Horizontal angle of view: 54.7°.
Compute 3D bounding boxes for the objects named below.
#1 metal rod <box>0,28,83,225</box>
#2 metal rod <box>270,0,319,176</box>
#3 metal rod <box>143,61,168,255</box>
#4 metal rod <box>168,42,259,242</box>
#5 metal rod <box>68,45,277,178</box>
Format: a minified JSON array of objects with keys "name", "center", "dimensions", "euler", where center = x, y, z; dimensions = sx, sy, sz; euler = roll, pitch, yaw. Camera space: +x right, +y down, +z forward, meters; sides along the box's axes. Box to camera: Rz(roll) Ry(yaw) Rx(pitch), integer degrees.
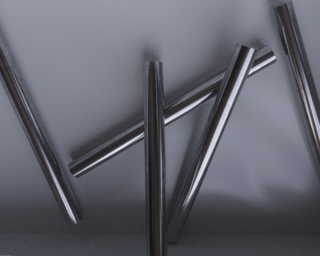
[{"name":"metal rod","center":[-0.167,0.001,0.409],"dimensions":[0.025,0.025,0.298],"euler":[-15,110,5]},{"name":"metal rod","center":[0.201,-0.016,0.408],"dimensions":[0.025,0.025,0.299],"euler":[-23,109,8]},{"name":"metal rod","center":[-0.005,0.069,0.373],"dimensions":[0.025,0.025,0.298],"euler":[-1,86,0]},{"name":"metal rod","center":[0.058,0.036,0.409],"dimensions":[0.025,0.025,0.298],"euler":[15,115,-6]},{"name":"metal rod","center":[0.008,-0.016,0.405],"dimensions":[0.300,0.025,0.025],"euler":[-30,108,10]}]
